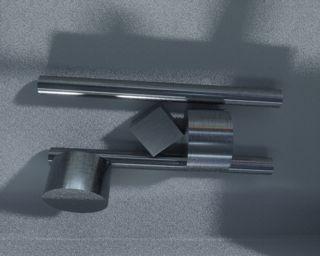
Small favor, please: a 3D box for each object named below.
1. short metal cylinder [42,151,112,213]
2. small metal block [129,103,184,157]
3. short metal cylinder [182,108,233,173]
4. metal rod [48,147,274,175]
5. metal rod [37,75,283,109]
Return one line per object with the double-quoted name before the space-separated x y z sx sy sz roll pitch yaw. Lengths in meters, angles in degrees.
"short metal cylinder" -0.105 0.072 0.403 0.081 0.050 0.080 1 144 1
"small metal block" -0.004 0.001 0.410 0.050 0.025 0.050 -36 107 12
"short metal cylinder" 0.057 0.015 0.387 0.050 0.080 0.079 2 110 -1
"metal rod" 0.003 0.046 0.426 0.302 0.025 0.025 3 110 -2
"metal rod" 0.002 -0.045 0.392 0.302 0.025 0.025 3 110 -2
